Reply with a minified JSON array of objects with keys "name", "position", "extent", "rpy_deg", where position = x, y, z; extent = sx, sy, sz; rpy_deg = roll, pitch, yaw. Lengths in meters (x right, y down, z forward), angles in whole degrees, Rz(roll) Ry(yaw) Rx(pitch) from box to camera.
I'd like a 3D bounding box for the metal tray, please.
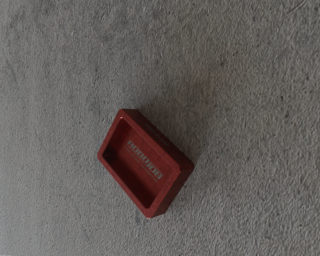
[{"name":"metal tray","position":[-0.025,0.044,0.422],"extent":[0.130,0.030,0.089],"rpy_deg":[43,116,31]}]
